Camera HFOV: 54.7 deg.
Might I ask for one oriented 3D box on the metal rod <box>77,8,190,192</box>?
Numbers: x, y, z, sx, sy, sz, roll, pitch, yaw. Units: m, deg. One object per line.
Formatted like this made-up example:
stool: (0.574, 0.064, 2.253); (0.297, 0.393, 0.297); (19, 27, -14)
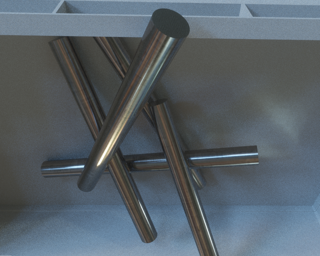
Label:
metal rod: (-0.047, 0.006, 0.309); (0.025, 0.025, 0.298); (17, 146, -15)

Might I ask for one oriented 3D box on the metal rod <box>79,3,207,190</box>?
metal rod: (-0.004, -0.015, 0.395); (0.025, 0.025, 0.299); (-21, 128, 16)

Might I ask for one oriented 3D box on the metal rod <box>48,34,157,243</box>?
metal rod: (-0.061, 0.032, 0.391); (0.025, 0.025, 0.298); (-14, 116, 11)

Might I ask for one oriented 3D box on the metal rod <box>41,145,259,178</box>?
metal rod: (-0.023, 0.048, 0.423); (0.301, 0.025, 0.025); (-5, 131, 14)

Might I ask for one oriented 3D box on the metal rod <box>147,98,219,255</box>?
metal rod: (0.044, 0.105, 0.403); (0.025, 0.025, 0.298); (-15, 108, 12)
